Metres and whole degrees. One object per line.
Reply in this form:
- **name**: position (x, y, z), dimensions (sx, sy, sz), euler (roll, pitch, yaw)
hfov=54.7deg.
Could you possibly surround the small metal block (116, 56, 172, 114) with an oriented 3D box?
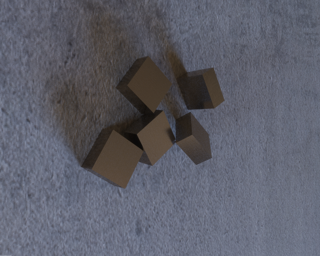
- **small metal block**: position (-0.019, -0.053, 0.391), dimensions (0.050, 0.025, 0.050), euler (46, 62, -30)

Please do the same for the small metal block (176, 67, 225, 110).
- **small metal block**: position (0.057, -0.054, 0.438), dimensions (0.025, 0.050, 0.050), euler (-36, 113, -34)

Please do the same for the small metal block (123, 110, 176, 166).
- **small metal block**: position (-0.011, 0.011, 0.393), dimensions (0.050, 0.025, 0.050), euler (-43, 125, -31)

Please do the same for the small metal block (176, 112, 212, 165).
- **small metal block**: position (0.046, 0.014, 0.430), dimensions (0.050, 0.025, 0.050), euler (48, 26, -30)

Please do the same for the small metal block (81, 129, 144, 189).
- **small metal block**: position (-0.054, 0.036, 0.361), dimensions (0.050, 0.025, 0.050), euler (39, 66, -33)
